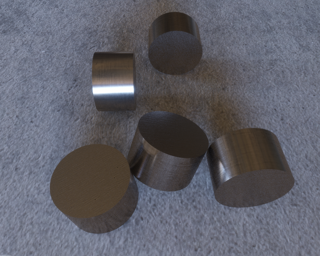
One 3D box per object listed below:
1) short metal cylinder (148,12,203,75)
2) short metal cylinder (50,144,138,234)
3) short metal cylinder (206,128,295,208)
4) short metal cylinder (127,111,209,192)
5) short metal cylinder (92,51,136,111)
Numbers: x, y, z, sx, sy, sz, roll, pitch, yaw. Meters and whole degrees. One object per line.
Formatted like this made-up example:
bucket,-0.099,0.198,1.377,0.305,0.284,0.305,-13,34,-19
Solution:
short metal cylinder,0.022,-0.129,0.476,0.081,0.080,0.050,-1,50,-1
short metal cylinder,-0.066,0.064,0.326,0.080,0.050,0.080,-3,55,5
short metal cylinder,0.094,0.044,0.331,0.081,0.080,0.050,-3,50,-3
short metal cylinder,0.008,0.024,0.350,0.081,0.050,0.080,14,34,-10
short metal cylinder,-0.059,-0.063,0.420,0.050,0.080,0.080,-2,50,-2
